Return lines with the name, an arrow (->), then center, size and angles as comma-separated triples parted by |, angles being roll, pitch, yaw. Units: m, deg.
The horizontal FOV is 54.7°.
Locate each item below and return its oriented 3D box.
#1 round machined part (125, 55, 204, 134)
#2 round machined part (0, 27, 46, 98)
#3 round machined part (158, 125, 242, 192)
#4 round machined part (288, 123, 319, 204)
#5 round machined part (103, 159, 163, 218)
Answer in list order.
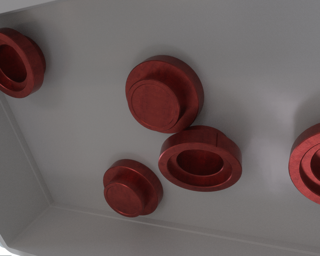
round machined part -> 0.000, -0.035, 0.376 | 0.098, 0.042, 0.097 | 13, 124, 21
round machined part -> -0.206, -0.096, 0.448 | 0.098, 0.042, 0.097 | 13, 124, 21
round machined part -> 0.050, 0.034, 0.379 | 0.098, 0.042, 0.097 | 7, 138, 7
round machined part -> 0.187, 0.033, 0.320 | 0.098, 0.042, 0.097 | 13, 124, 21
round machined part -> -0.048, 0.101, 0.486 | 0.098, 0.042, 0.097 | 13, 124, 21
